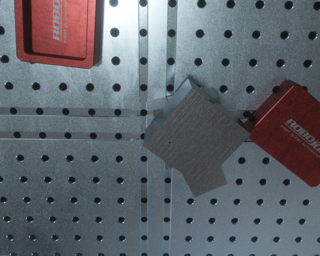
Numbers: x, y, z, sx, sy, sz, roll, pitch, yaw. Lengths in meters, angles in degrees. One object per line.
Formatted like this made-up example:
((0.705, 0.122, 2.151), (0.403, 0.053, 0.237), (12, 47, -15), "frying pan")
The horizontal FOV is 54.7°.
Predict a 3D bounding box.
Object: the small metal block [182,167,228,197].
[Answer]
((0.060, 0.062, 0.437), (0.050, 0.025, 0.050), (-25, 108, 9), "small metal block")

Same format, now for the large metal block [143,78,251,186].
((0.039, 0.004, 0.348), (0.080, 0.050, 0.080), (36, 106, -13), "large metal block")

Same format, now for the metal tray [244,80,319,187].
((0.190, 0.010, 0.416), (0.130, 0.030, 0.090), (36, 106, -13), "metal tray")

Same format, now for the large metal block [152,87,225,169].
((0.039, -0.001, 0.400), (0.080, 0.050, 0.080), (-11, 110, 4), "large metal block")

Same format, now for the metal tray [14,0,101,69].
((-0.116, -0.139, 0.358), (0.091, 0.030, 0.129), (6, 110, -3), "metal tray")
